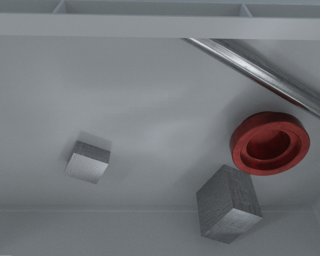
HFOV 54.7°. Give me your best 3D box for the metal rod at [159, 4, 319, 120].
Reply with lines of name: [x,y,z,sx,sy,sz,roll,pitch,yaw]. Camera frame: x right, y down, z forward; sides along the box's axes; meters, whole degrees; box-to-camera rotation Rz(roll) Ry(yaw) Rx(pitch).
metal rod: [0.135,-0.055,0.364,0.302,0.025,0.025,24,126,-20]

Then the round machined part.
round machined part: [0.142,0.016,0.414,0.099,0.042,0.097,-1,130,0]

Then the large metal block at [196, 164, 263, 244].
large metal block: [0.102,0.117,0.474,0.050,0.080,0.080,22,127,-18]

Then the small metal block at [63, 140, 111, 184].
small metal block: [-0.106,0.051,0.451,0.050,0.025,0.050,21,127,-18]
